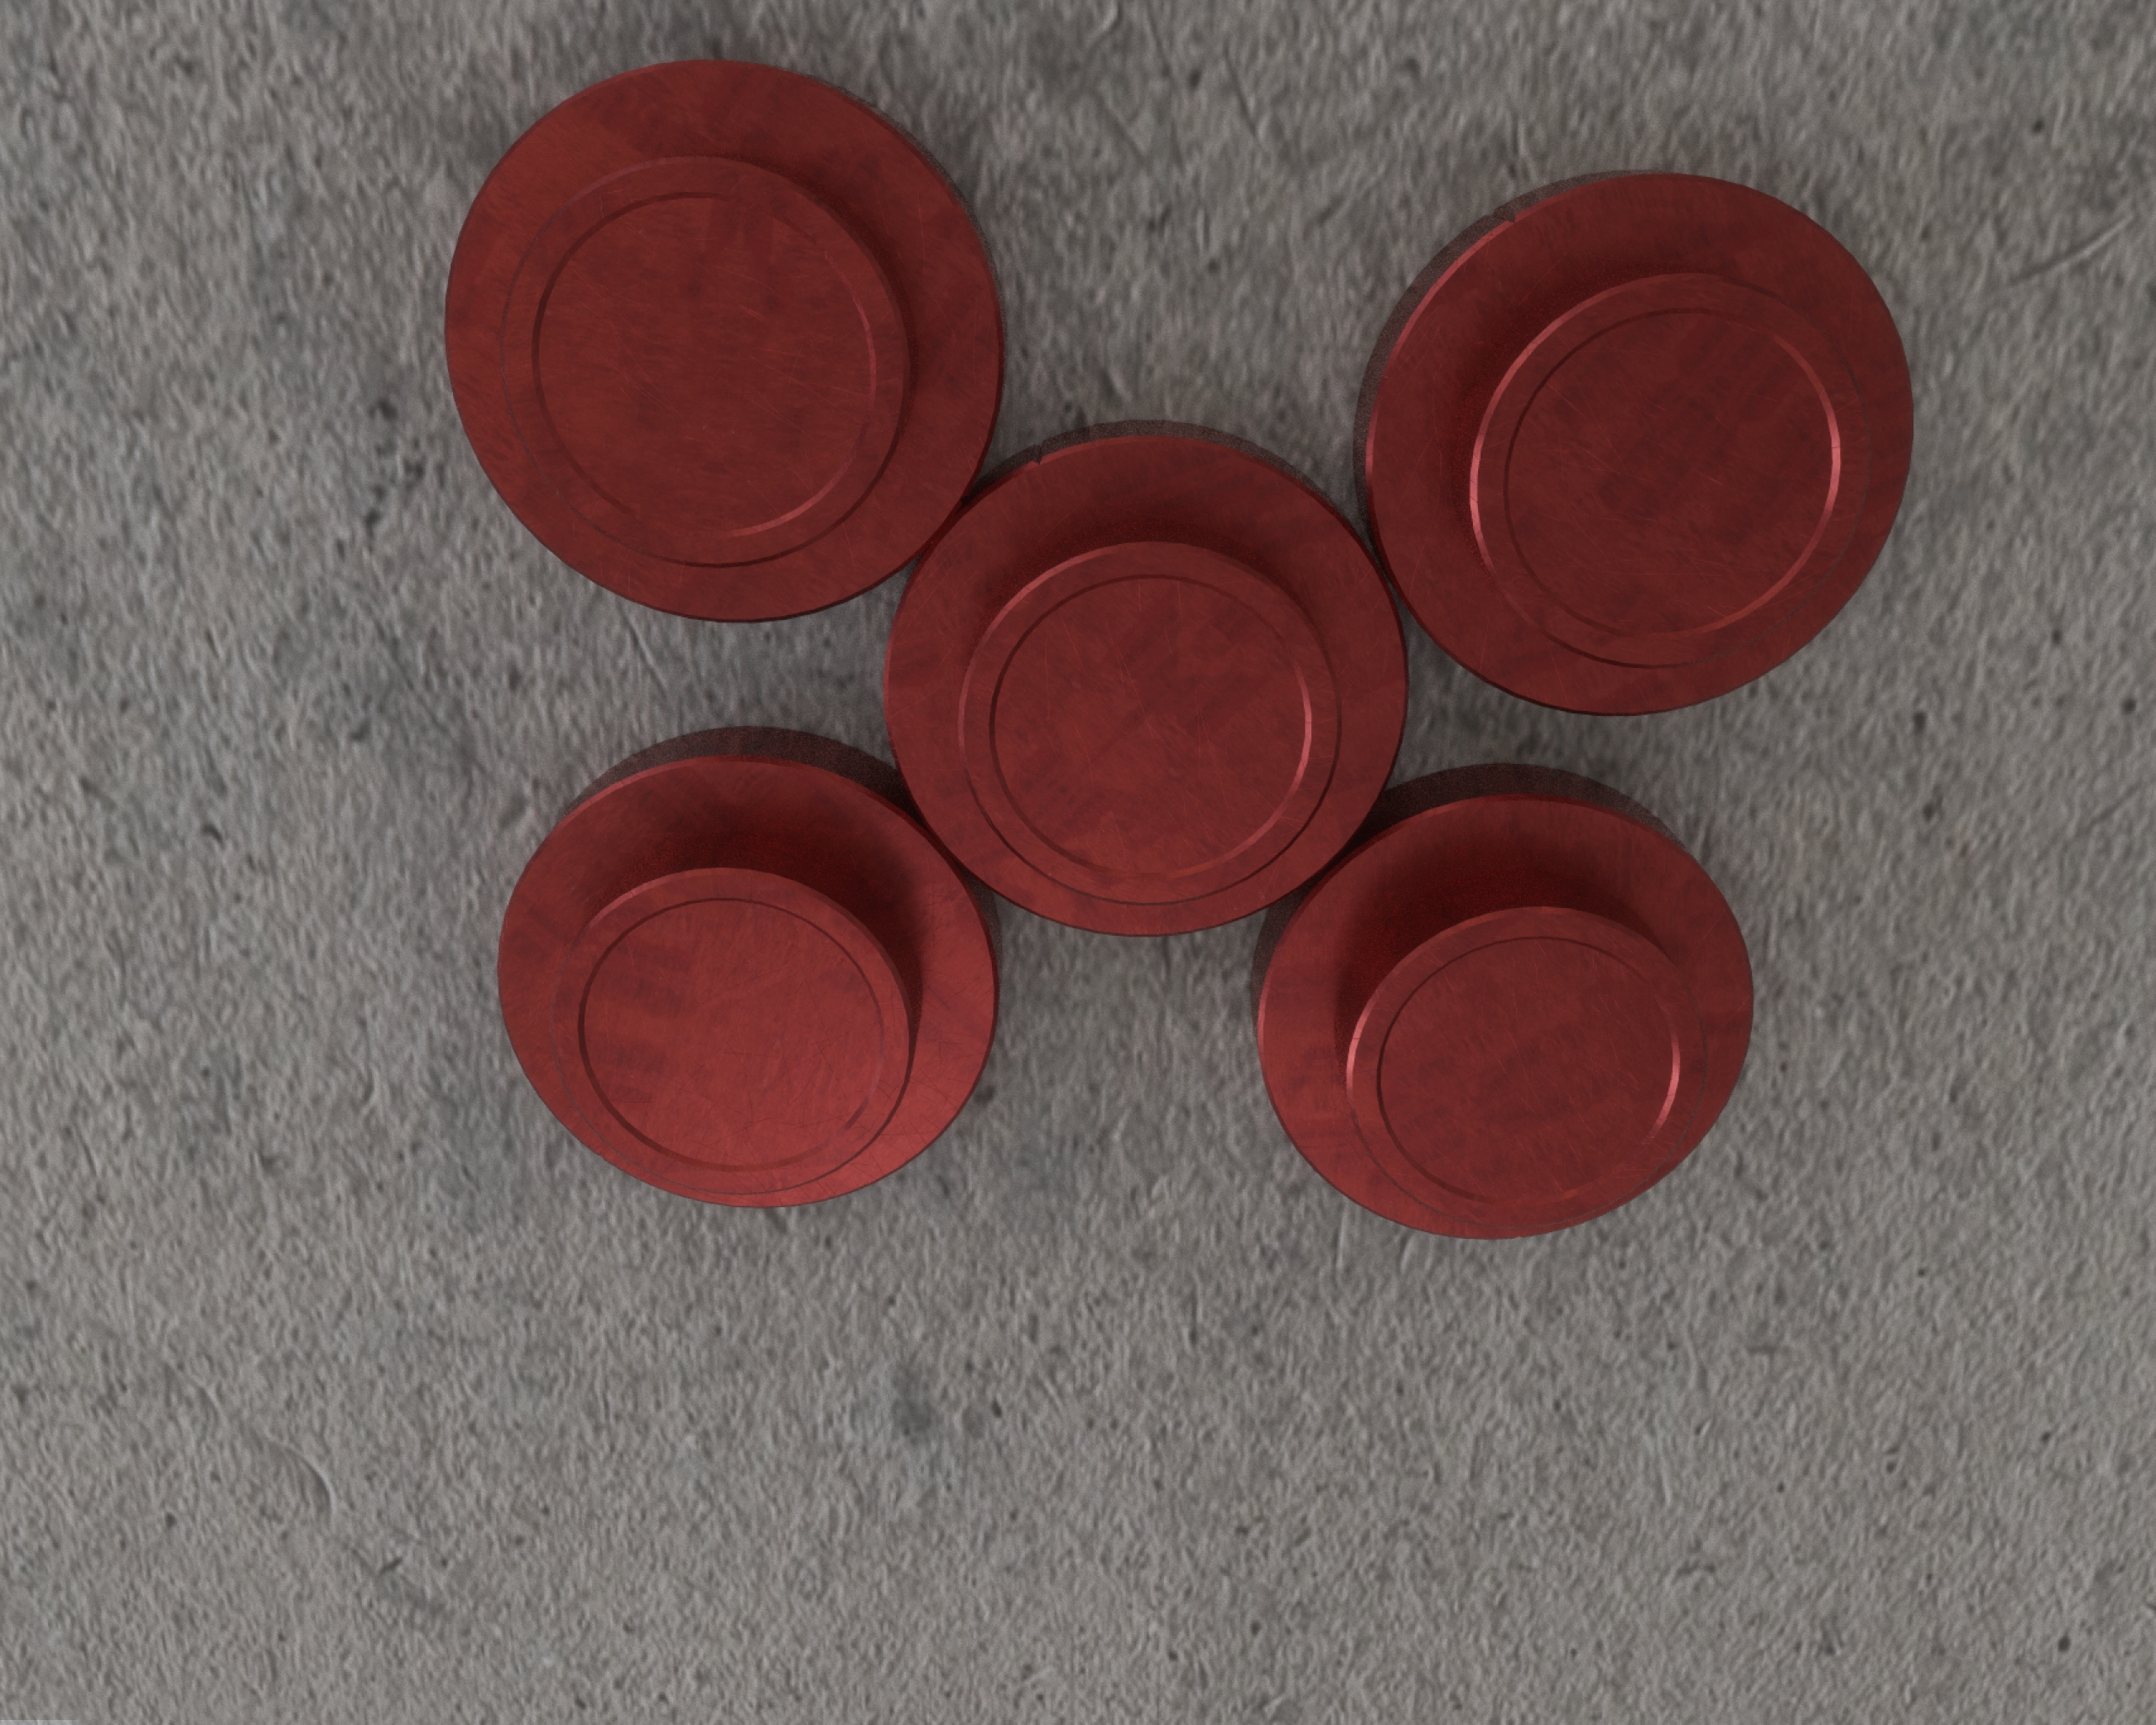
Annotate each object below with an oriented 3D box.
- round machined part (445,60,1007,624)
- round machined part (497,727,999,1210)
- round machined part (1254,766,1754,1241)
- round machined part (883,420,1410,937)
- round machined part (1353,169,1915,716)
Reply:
[{"bbox_3d":[-0.062,-0.089,0.367,0.099,0.042,0.097,0,110,0],"label":"round machined part"},{"bbox_3d":[-0.065,0.026,0.410,0.099,0.042,0.097,0,110,0],"label":"round machined part"},{"bbox_3d":[0.085,0.033,0.413,0.099,0.042,0.097,0,110,0],"label":"round machined part"},{"bbox_3d":[0.013,-0.031,0.389,0.099,0.042,0.097,0,110,0],"label":"round machined part"},{"bbox_3d":[0.101,-0.073,0.375,0.099,0.042,0.097,0,110,0],"label":"round machined part"}]
